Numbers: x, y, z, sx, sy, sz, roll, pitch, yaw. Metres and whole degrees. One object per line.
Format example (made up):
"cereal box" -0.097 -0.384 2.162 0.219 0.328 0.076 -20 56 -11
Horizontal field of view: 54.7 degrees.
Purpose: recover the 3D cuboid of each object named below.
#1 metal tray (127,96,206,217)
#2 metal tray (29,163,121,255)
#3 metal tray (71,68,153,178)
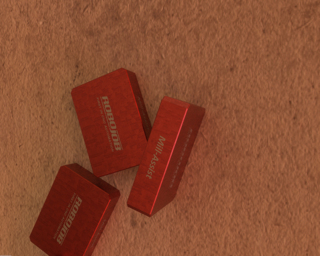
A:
"metal tray" 0.011 0.031 0.369 0.030 0.090 0.129 21 97 18
"metal tray" -0.125 0.128 0.449 0.090 0.030 0.129 29 99 17
"metal tray" -0.062 -0.006 0.427 0.090 0.030 0.129 -19 84 18
